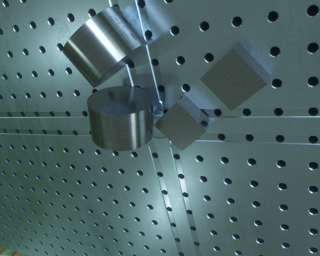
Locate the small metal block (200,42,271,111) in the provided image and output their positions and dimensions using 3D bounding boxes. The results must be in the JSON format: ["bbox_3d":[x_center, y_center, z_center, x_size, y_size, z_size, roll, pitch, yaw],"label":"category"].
[{"bbox_3d":[0.081,-0.055,0.335,0.050,0.025,0.050,45,129,-4],"label":"small metal block"}]

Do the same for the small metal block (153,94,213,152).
[{"bbox_3d":[0.029,-0.006,0.392,0.050,0.025,0.050,44,129,-3],"label":"small metal block"}]

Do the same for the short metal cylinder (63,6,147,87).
[{"bbox_3d":[-0.061,-0.091,0.352,0.080,0.080,0.050,-34,99,38],"label":"short metal cylinder"}]

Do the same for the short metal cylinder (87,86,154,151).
[{"bbox_3d":[-0.049,-0.014,0.393,0.080,0.080,0.050,14,124,20],"label":"short metal cylinder"}]
